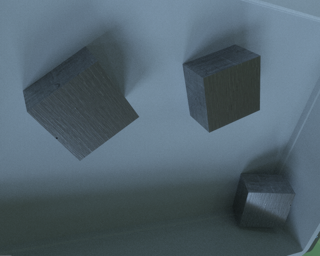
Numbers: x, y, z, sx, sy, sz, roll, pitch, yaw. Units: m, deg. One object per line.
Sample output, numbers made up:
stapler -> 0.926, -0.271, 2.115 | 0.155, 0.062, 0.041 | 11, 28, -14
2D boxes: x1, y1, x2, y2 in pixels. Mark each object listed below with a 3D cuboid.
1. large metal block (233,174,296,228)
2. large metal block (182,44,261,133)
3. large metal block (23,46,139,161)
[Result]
large metal block -> 0.183, 0.130, 0.555 | 0.081, 0.050, 0.079 | 3, 120, -4
large metal block -> 0.082, -0.052, 0.404 | 0.081, 0.050, 0.080 | -23, 127, -14
large metal block -> -0.083, -0.025, 0.331 | 0.080, 0.050, 0.080 | -37, 129, -3
